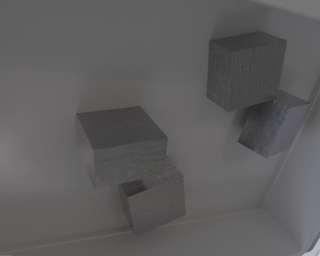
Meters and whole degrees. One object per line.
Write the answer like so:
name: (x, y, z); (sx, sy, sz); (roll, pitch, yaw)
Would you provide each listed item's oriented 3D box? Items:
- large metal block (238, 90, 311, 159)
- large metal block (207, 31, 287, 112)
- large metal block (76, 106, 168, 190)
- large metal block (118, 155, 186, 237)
large metal block: (0.172, -0.008, 0.466); (0.081, 0.050, 0.079); (-11, 126, -45)
large metal block: (0.111, -0.075, 0.406); (0.081, 0.050, 0.079); (-16, 125, -19)
large metal block: (-0.047, 0.018, 0.358); (0.081, 0.080, 0.050); (-9, 122, -24)
large metal block: (-0.012, 0.097, 0.446); (0.081, 0.050, 0.079); (-18, 126, -18)
